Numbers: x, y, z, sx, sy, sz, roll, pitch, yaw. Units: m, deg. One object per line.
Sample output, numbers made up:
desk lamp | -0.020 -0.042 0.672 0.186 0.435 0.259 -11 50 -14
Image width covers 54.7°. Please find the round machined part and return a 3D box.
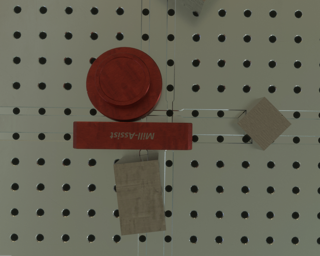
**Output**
round machined part | -0.046 -0.058 0.400 0.099 0.042 0.097 0 84 -1

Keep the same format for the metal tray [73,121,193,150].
metal tray | -0.030 0.008 0.380 0.131 0.090 0.030 1 91 0

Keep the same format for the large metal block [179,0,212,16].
large metal block | 0.047 -0.209 0.401 0.080 0.050 0.080 38 90 0

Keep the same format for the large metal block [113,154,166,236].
large metal block | -0.022 0.077 0.386 0.050 0.080 0.080 -6 90 0

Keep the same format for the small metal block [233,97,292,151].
small metal block | 0.135 -0.006 0.414 0.050 0.025 0.050 -44 90 0
